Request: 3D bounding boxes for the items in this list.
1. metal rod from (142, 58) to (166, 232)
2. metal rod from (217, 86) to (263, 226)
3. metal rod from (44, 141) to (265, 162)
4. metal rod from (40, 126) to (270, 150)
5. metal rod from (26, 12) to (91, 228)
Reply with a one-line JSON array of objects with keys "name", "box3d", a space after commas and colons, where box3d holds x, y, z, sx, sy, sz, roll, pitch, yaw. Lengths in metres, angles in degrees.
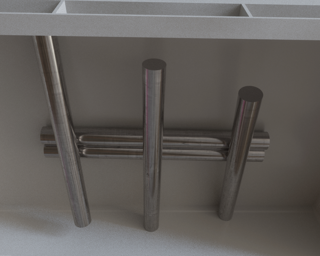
[{"name": "metal rod", "box3d": [-0.010, 0.047, 0.415, 0.025, 0.025, 0.298, 1, 131, -1]}, {"name": "metal rod", "box3d": [0.104, 0.063, 0.433, 0.025, 0.025, 0.298, -3, 139, 2]}, {"name": "metal rod", "box3d": [-0.006, 0.032, 0.435, 0.302, 0.025, 0.025, 1, 130, -2]}, {"name": "metal rod", "box3d": [-0.005, 0.014, 0.420, 0.302, 0.025, 0.025, 1, 130, -2]}, {"name": "metal rod", "box3d": [-0.117, 0.014, 0.386, 0.025, 0.025, 0.298, -1, 122, 0]}]
